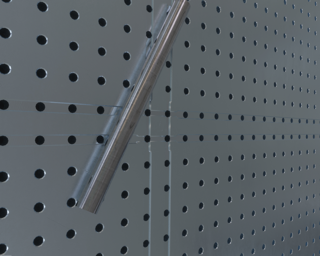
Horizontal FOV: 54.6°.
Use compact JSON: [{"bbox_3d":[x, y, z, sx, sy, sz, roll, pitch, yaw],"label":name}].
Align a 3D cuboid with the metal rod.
[{"bbox_3d":[-0.025,-0.041,0.386,0.025,0.025,0.300,36,68,-34],"label":"metal rod"}]
